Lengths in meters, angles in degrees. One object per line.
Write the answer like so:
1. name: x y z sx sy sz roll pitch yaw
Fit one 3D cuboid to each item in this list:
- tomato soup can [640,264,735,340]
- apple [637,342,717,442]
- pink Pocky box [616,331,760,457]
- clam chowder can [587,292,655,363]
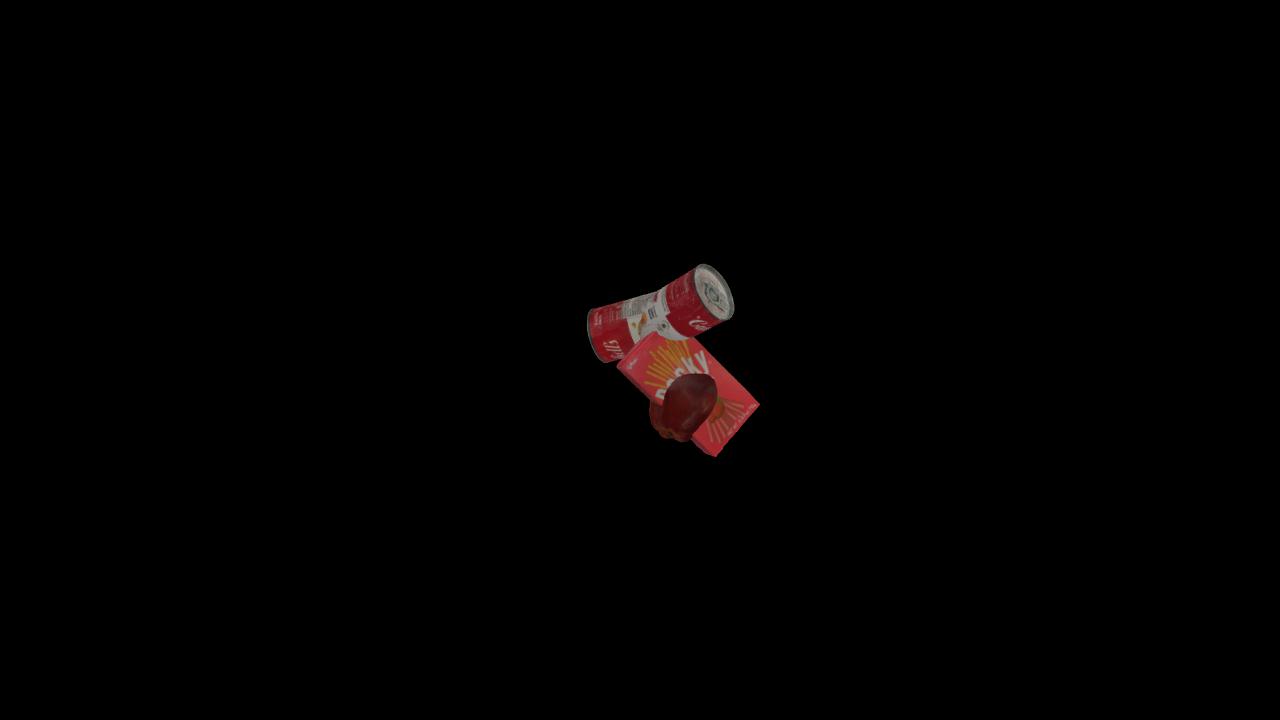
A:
1. tomato soup can: 0.045 -0.055 0.687 0.101 0.068 0.068 -27 -17 37
2. apple: 0.051 0.046 0.708 0.079 0.093 0.079 23 -26 12
3. pink Pocky box: 0.056 0.029 0.699 0.155 0.084 0.029 45 -10 -12
4. clam chowder can: -0.002 -0.040 0.718 0.102 0.068 0.068 -14 -5 19
